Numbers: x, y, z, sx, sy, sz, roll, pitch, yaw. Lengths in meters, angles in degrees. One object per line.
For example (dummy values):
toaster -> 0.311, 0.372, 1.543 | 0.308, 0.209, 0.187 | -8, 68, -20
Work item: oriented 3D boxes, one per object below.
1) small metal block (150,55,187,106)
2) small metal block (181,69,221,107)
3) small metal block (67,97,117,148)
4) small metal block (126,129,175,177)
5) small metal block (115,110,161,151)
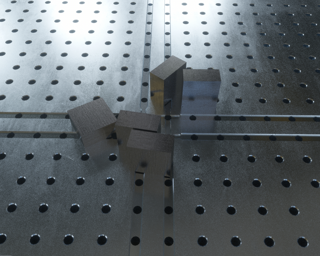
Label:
small metal block -> 0.012, -0.069, 0.449 | 0.025, 0.050, 0.050 | 33, 57, 24
small metal block -> 0.057, -0.056, 0.439 | 0.050, 0.050, 0.025 | 0, 50, 0
small metal block -> -0.088, -0.008, 0.413 | 0.050, 0.025, 0.050 | -24, 54, -20
small metal block -> -0.010, 0.030, 0.366 | 0.050, 0.050, 0.025 | 8, 51, 6
small metal block -> -0.026, 0.007, 0.386 | 0.050, 0.050, 0.025 | 8, 51, 6
